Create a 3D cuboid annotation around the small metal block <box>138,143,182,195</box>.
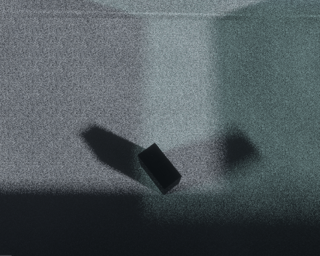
[{"bbox_3d":[-0.001,0.051,0.378,0.025,0.050,0.050,-36,74,-12],"label":"small metal block"}]
